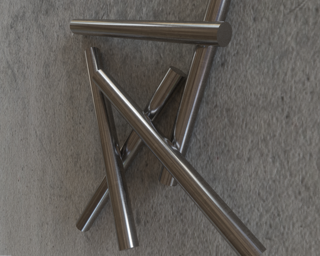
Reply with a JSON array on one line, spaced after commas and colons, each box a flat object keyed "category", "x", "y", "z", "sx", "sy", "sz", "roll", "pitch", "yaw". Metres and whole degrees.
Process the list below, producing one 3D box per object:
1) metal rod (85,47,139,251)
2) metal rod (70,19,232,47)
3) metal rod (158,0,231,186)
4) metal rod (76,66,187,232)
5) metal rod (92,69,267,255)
[{"category": "metal rod", "x": -0.072, "y": 0.013, "z": 0.433, "sx": 0.025, "sy": 0.025, "sz": 0.299, "roll": -32, "pitch": 62, "yaw": 35}, {"category": "metal rod", "x": -0.037, "y": -0.132, "z": 0.414, "sx": 0.300, "sy": 0.025, "sz": 0.025, "roll": 20, "pitch": 103, "yaw": 43}, {"category": "metal rod", "x": 0.048, "y": -0.072, "z": 0.363, "sx": 0.025, "sy": 0.025, "sz": 0.298, "roll": 24, "pitch": 105, "yaw": 37}, {"category": "metal rod", "x": -0.051, "y": 0.044, "z": 0.444, "sx": 0.025, "sy": 0.025, "sz": 0.298, "roll": 47, "pitch": 118, "yaw": 29}, {"category": "metal rod", "x": 0.004, "y": 0.025, "z": 0.365, "sx": 0.300, "sy": 0.025, "sz": 0.025, "roll": 48, "pitch": 118, "yaw": 28}]
